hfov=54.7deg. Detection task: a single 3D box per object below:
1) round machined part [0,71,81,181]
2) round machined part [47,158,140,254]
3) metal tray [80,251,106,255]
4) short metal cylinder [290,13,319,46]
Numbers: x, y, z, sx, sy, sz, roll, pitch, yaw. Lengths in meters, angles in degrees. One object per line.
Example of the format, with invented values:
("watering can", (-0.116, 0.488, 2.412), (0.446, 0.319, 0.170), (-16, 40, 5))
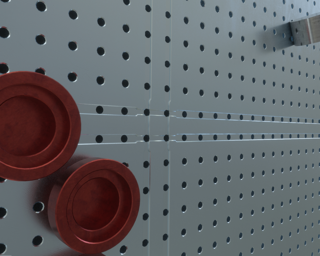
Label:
("round machined part", (-0.129, -0.002, 0.290), (0.099, 0.042, 0.097), (0, 90, -40))
("round machined part", (-0.073, 0.081, 0.337), (0.099, 0.042, 0.097), (0, 90, -40))
("metal tray", (-0.091, 0.211, 0.330), (0.091, 0.030, 0.129), (-10, 96, -40))
("short metal cylinder", (0.315, -0.205, 0.637), (0.081, 0.080, 0.050), (-30, 109, -36))
